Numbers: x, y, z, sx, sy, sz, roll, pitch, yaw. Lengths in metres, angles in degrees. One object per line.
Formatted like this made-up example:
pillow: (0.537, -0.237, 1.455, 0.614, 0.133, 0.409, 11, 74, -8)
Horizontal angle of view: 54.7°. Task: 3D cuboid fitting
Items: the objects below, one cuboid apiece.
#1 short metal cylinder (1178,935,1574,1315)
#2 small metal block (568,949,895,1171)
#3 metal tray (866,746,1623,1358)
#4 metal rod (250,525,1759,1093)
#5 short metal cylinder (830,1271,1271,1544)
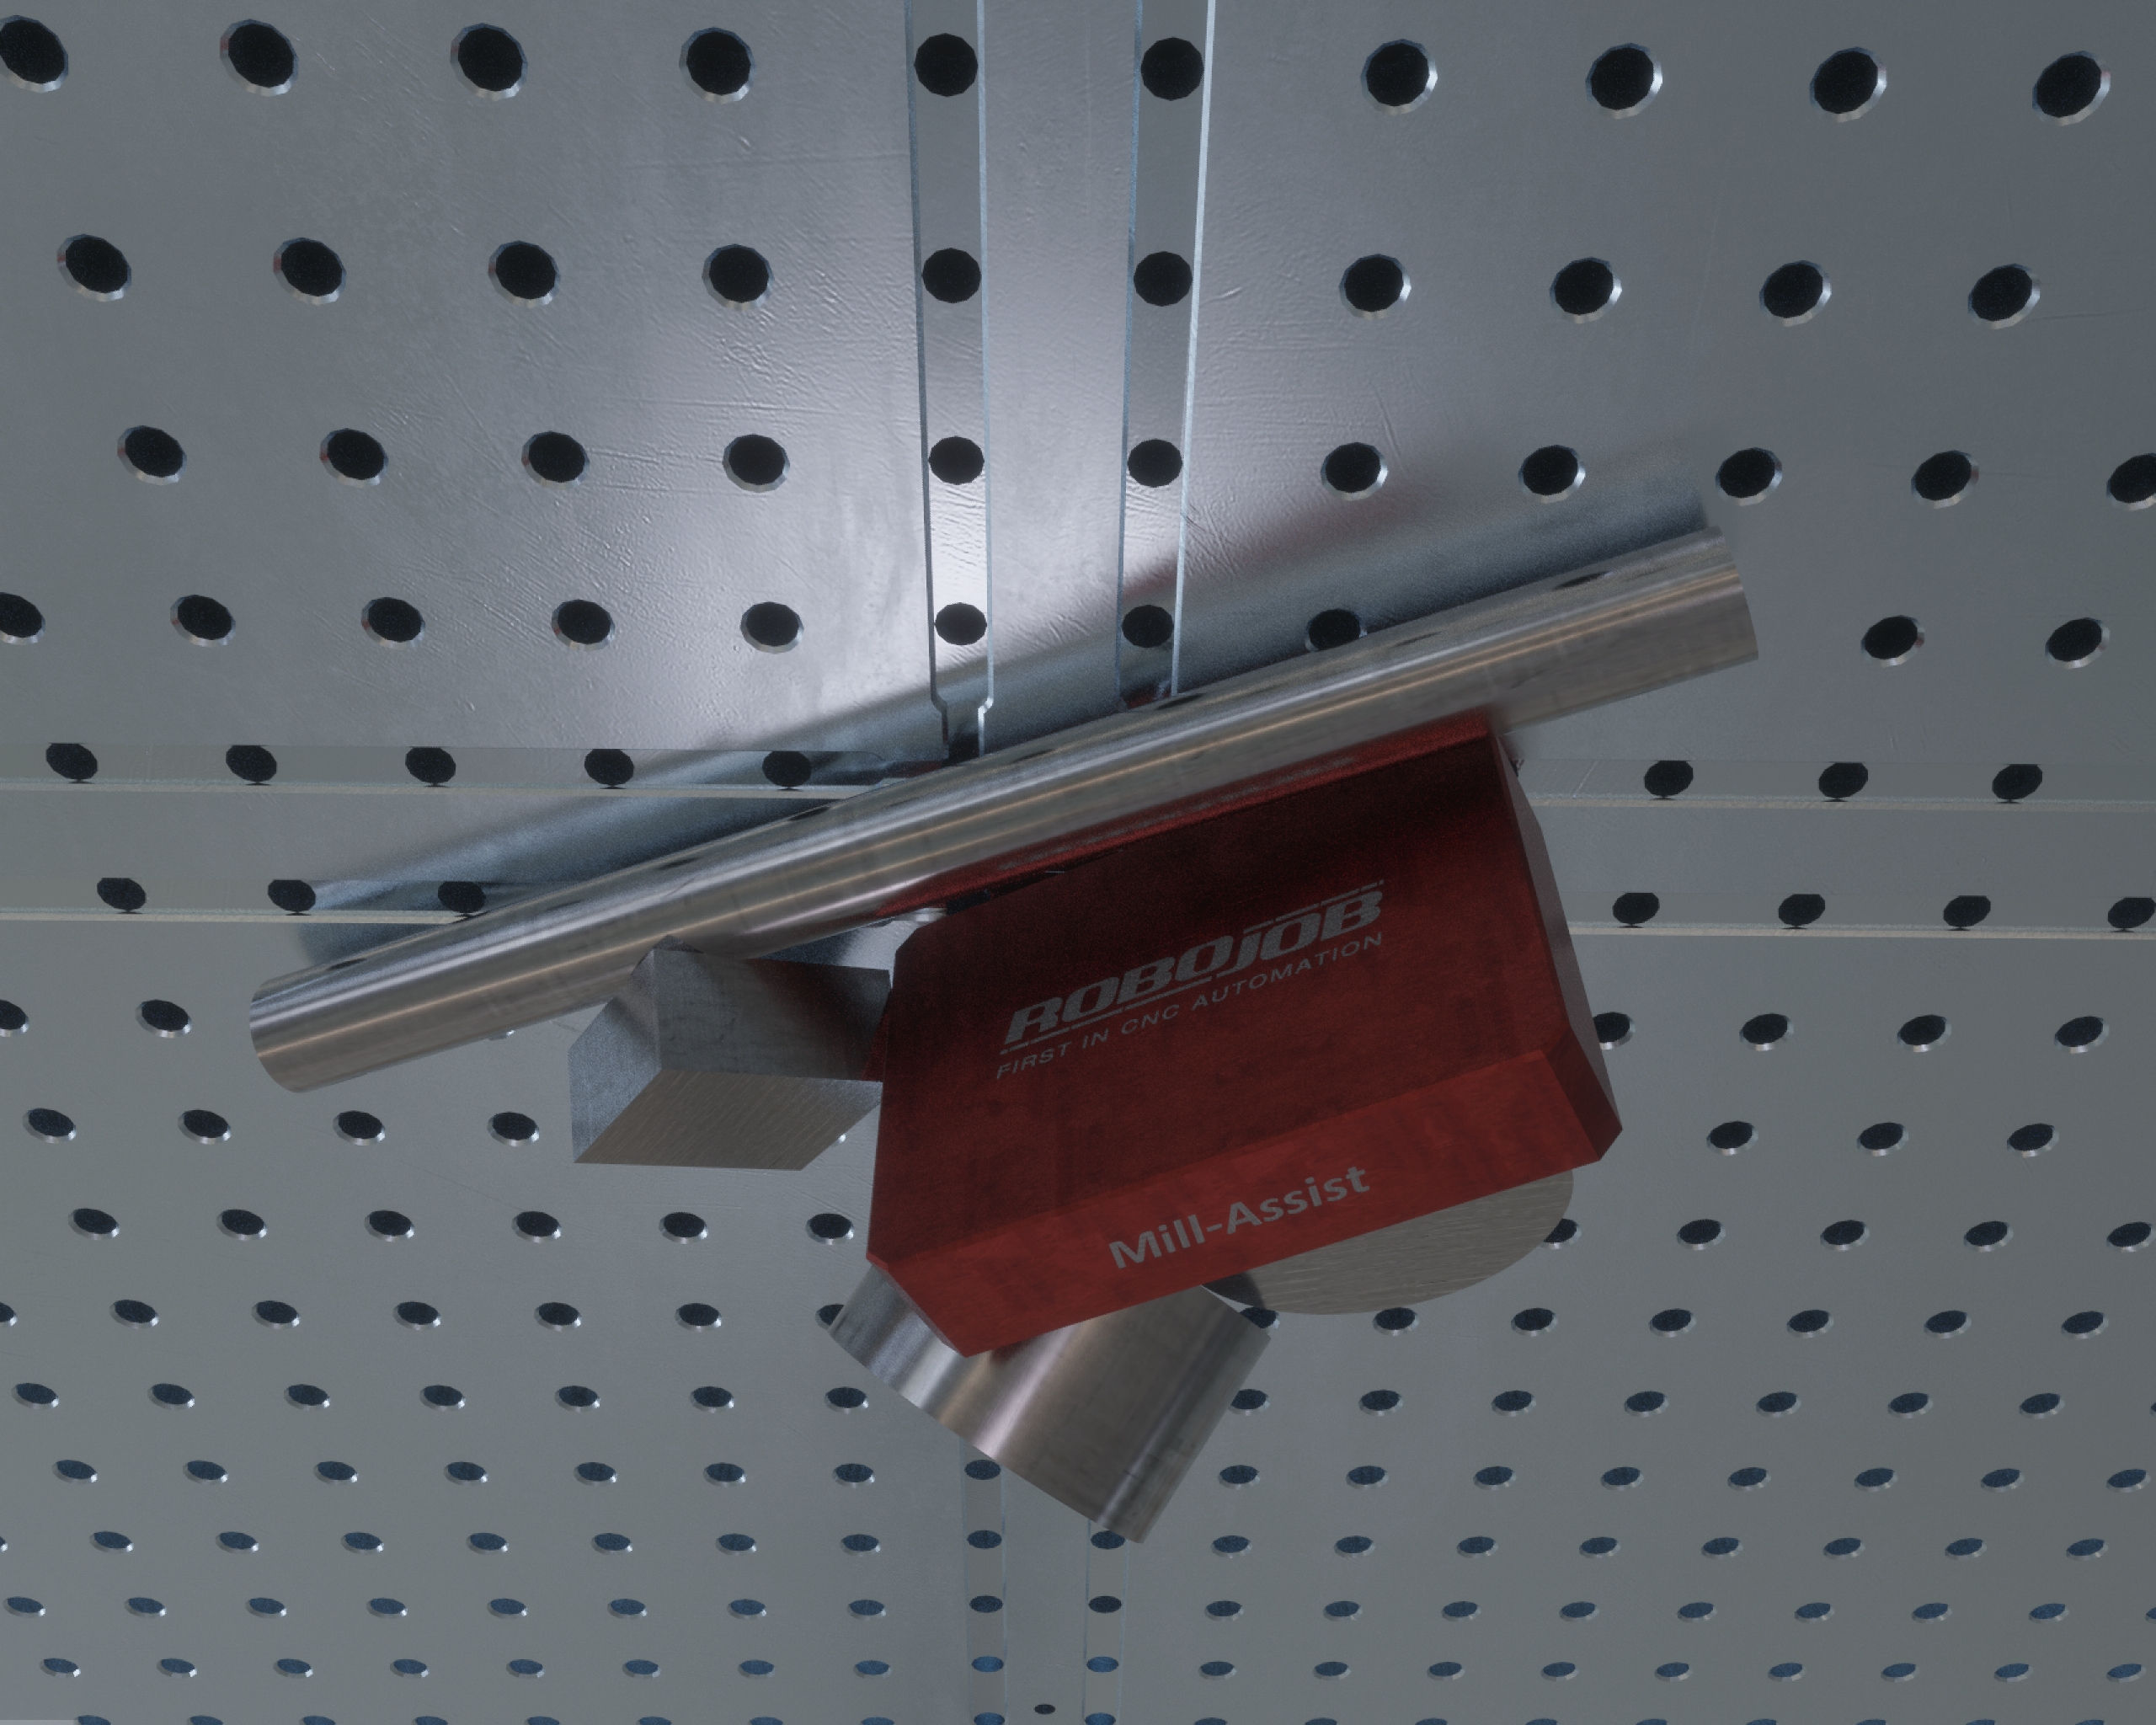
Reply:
short metal cylinder: (0.056, 0.051, 0.427, 0.081, 0.050, 0.080, -3, 139, -3)
small metal block: (-0.071, 0.042, 0.425, 0.050, 0.025, 0.050, 7, 149, -31)
metal tray: (0.027, 0.032, 0.392, 0.130, 0.090, 0.030, -21, 127, 16)
metal rod: (-0.024, -0.006, 0.402, 0.301, 0.025, 0.025, -17, 128, 13)
short metal cylinder: (-0.006, 0.101, 0.448, 0.080, 0.080, 0.050, 39, 78, -29)
